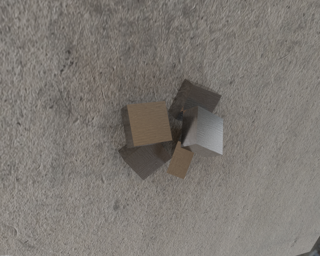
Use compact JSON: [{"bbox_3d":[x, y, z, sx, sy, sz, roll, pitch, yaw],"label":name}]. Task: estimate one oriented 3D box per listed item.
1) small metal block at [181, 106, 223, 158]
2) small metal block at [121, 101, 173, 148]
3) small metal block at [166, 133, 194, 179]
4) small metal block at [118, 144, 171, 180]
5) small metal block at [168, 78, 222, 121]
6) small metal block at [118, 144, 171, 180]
[{"bbox_3d":[0.054,0.006,0.394,0.050,0.025,0.050,23,62,-37],"label":"small metal block"},{"bbox_3d":[-0.017,-0.004,0.382,0.050,0.025,0.050,-8,84,-25],"label":"small metal block"},{"bbox_3d":[0.033,0.035,0.430,0.025,0.050,0.050,20,112,4],"label":"small metal block"},{"bbox_3d":[-0.020,0.035,0.421,0.050,0.025,0.050,-38,130,-3],"label":"small metal block"},{"bbox_3d":[0.046,-0.033,0.415,0.050,0.025,0.050,15,111,-35],"label":"small metal block"},{"bbox_3d":[-0.020,0.035,0.421,0.050,0.025,0.050,-39,129,-3],"label":"small metal block"}]
